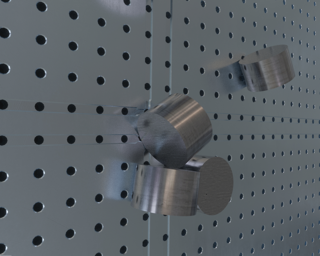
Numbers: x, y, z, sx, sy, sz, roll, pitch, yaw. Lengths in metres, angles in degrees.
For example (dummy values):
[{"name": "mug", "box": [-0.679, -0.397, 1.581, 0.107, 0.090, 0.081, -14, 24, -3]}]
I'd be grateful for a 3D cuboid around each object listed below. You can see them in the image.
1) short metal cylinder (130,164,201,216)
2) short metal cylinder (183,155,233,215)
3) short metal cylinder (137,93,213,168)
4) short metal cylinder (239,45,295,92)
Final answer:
[{"name": "short metal cylinder", "box": [0.007, 0.074, 0.379, 0.081, 0.080, 0.050, 13, 82, -39]}, {"name": "short metal cylinder", "box": [0.060, 0.079, 0.443, 0.081, 0.050, 0.079, 0, 90, -40]}, {"name": "short metal cylinder", "box": [0.018, 0.003, 0.388, 0.050, 0.080, 0.080, -37, 113, -34]}, {"name": "short metal cylinder", "box": [0.181, -0.101, 0.524, 0.080, 0.080, 0.050, -37, 113, -34]}]
